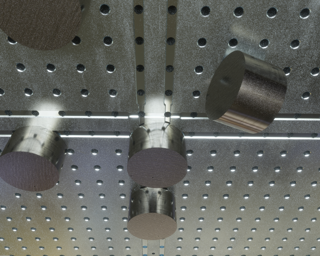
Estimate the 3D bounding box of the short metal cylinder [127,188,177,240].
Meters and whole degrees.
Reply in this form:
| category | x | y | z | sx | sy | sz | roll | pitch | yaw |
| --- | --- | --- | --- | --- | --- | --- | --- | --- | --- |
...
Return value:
| category | x | y | z | sx | sy | sz | roll | pitch | yaw |
| --- | --- | --- | --- | --- | --- | --- | --- | --- | --- |
| short metal cylinder | -0.013 | 0.144 | 0.518 | 0.081 | 0.050 | 0.079 | -1 | 130 | 0 |

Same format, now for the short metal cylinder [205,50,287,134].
| category | x | y | z | sx | sy | sz | roll | pitch | yaw |
| --- | --- | --- | --- | --- | --- | --- | --- | --- | --- |
| short metal cylinder | 0.092 | -0.039 | 0.344 | 0.050 | 0.080 | 0.079 | 18 | 128 | -15 |

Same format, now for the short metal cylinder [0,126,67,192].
| category | x | y | z | sx | sy | sz | roll | pitch | yaw |
| --- | --- | --- | --- | --- | --- | --- | --- | --- | --- |
| short metal cylinder | -0.175 | 0.043 | 0.430 | 0.081 | 0.050 | 0.079 | 0 | 130 | 0 |

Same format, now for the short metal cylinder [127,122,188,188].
| category | x | y | z | sx | sy | sz | roll | pitch | yaw |
| --- | --- | --- | --- | --- | --- | --- | --- | --- | --- |
| short metal cylinder | -0.004 | 0.038 | 0.428 | 0.081 | 0.050 | 0.079 | 0 | 130 | 0 |

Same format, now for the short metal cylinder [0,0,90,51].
| category | x | y | z | sx | sy | sz | roll | pitch | yaw |
| --- | --- | --- | --- | --- | --- | --- | --- | --- | --- |
| short metal cylinder | -0.110 | -0.121 | 0.291 | 0.081 | 0.050 | 0.079 | 0 | 130 | 0 |
